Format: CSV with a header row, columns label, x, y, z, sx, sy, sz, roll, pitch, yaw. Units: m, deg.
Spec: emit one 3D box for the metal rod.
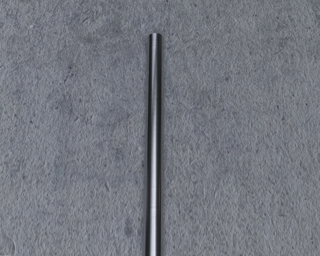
label,x,y,z,sx,sy,sz,roll,pitch,yaw
metal rod,-0.007,0.008,0.406,0.025,0.025,0.299,0,70,0
